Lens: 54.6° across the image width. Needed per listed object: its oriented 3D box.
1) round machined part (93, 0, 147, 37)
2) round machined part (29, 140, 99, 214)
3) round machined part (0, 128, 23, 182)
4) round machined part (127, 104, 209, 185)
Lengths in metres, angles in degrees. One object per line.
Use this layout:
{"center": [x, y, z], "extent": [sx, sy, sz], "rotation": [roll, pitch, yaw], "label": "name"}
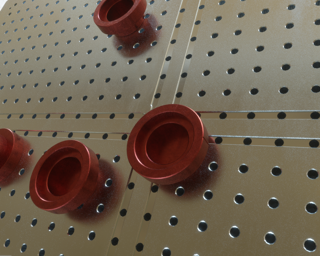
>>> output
{"center": [-0.067, -0.205, 0.560], "extent": [0.098, 0.042, 0.098], "rotation": [-13, 56, 21], "label": "round machined part"}
{"center": [-0.124, 0.069, 0.422], "extent": [0.098, 0.042, 0.098], "rotation": [-13, 56, 21], "label": "round machined part"}
{"center": [-0.285, 0.043, 0.523], "extent": [0.098, 0.042, 0.098], "rotation": [-13, 56, 21], "label": "round machined part"}
{"center": [0.013, 0.023, 0.378], "extent": [0.098, 0.042, 0.098], "rotation": [-13, 56, 21], "label": "round machined part"}
